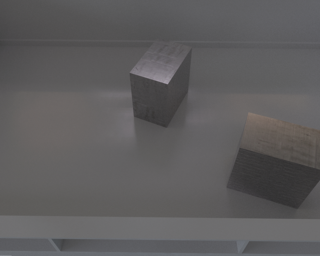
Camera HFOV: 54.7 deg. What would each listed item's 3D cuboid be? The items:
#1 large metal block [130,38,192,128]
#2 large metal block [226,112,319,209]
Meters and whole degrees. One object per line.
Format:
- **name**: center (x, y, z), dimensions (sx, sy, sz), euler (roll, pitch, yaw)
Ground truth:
- **large metal block**: center (0.003, -0.061, 0.421), dimensions (0.050, 0.080, 0.080), euler (19, 53, 15)
- **large metal block**: center (0.124, 0.037, 0.339), dimensions (0.080, 0.080, 0.050), euler (15, 52, 12)
